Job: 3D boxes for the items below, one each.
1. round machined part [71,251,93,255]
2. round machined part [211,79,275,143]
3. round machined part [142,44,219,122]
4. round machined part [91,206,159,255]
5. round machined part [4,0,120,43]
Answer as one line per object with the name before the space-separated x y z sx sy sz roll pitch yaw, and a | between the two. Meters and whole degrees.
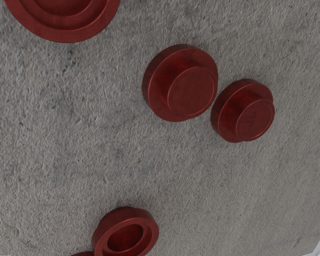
round machined part | -0.121 0.243 0.480 0.099 0.042 0.097 -14 124 -21
round machined part | 0.127 -0.019 0.453 0.099 0.042 0.097 -14 124 -21
round machined part | 0.031 -0.050 0.382 0.099 0.042 0.097 -14 124 -21
round machined part | -0.054 0.157 0.463 0.099 0.042 0.097 -14 124 -21
round machined part | -0.086 -0.128 0.269 0.099 0.042 0.097 -14 124 -21
